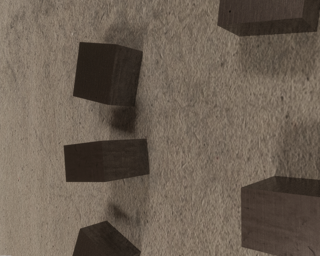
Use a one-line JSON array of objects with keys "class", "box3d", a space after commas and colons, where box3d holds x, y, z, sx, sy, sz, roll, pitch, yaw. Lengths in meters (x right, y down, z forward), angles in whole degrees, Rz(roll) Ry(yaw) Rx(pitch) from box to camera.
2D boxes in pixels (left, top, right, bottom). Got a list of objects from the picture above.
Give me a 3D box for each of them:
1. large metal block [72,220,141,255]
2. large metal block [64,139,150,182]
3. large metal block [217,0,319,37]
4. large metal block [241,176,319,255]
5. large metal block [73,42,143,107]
[{"class": "large metal block", "box3d": [-0.083, 0.198, 0.455, 0.080, 0.050, 0.079, 28, 108, 36]}, {"class": "large metal block", "box3d": [-0.073, 0.044, 0.427, 0.080, 0.081, 0.050, -8, 85, 39]}, {"class": "large metal block", "box3d": [0.108, -0.137, 0.299, 0.080, 0.050, 0.079, 9, 96, 39]}, {"class": "large metal block", "box3d": [0.125, 0.074, 0.265, 0.080, 0.081, 0.050, -1, 90, 39]}, {"class": "large metal block", "box3d": [-0.077, -0.078, 0.450, 0.080, 0.050, 0.079, 16, 100, 38]}]
